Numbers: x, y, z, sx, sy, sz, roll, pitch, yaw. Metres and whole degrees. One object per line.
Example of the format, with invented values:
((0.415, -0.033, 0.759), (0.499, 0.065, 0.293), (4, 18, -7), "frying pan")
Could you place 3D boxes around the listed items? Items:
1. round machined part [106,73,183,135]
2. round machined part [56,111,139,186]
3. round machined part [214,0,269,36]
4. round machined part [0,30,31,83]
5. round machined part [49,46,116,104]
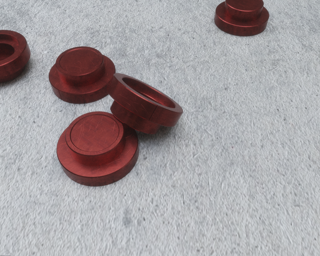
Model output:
((-0.023, -0.027, 0.393), (0.098, 0.042, 0.098), (28, 15, -8), "round machined part")
((-0.076, 0.018, 0.377), (0.099, 0.042, 0.098), (0, 50, 0), "round machined part")
((0.153, -0.216, 0.574), (0.099, 0.042, 0.098), (0, 50, 0), "round machined part")
((-0.251, -0.107, 0.480), (0.099, 0.042, 0.098), (0, 50, 0), "round machined part")
((-0.116, -0.085, 0.463), (0.099, 0.042, 0.098), (0, 50, 0), "round machined part")
